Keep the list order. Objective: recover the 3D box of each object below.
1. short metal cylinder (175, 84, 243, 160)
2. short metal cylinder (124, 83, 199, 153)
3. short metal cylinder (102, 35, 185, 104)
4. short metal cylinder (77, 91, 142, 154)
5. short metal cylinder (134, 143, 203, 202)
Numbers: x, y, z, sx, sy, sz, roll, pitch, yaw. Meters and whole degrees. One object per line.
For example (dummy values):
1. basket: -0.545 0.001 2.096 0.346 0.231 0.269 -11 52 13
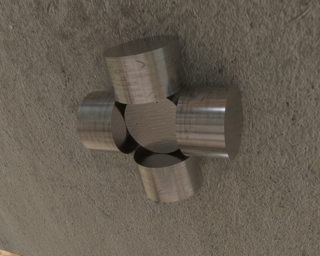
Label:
1. short metal cylinder: 0.056 -0.007 0.338 0.050 0.080 0.079 2 119 27
2. short metal cylinder: 0.004 -0.016 0.379 0.080 0.050 0.079 13 124 20
3. short metal cylinder: -0.017 -0.066 0.339 0.080 0.080 0.050 2 120 27
4. short metal cylinder: -0.060 -0.008 0.398 0.050 0.080 0.079 2 119 27
5. short metal cylinder: 0.012 0.049 0.395 0.080 0.080 0.050 1 118 27
